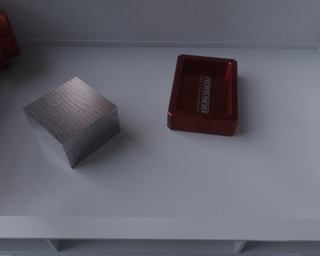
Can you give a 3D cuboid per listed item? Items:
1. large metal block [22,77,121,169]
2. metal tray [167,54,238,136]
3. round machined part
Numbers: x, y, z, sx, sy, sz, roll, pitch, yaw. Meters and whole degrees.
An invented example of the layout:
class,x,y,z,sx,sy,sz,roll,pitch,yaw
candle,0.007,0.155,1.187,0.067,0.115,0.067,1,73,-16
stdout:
class,x,y,z,sx,sy,sz,roll,pitch,yaw
large metal block,-0.110,-0.009,0.395,0.080,0.050,0.080,36,58,26
metal tray,0.063,-0.051,0.445,0.091,0.030,0.130,7,50,5
round machined part,-0.246,-0.139,0.471,0.042,0.097,0.098,-19,53,-16
